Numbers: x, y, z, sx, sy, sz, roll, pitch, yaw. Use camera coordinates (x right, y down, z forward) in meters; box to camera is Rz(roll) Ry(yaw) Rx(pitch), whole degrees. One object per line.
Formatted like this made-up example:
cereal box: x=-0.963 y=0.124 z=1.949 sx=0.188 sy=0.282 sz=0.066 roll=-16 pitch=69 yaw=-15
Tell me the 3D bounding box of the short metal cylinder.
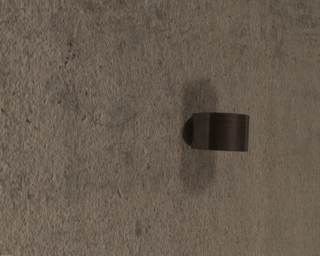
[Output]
short metal cylinder: x=0.086 y=0.006 z=0.443 sx=0.081 sy=0.080 sz=0.050 roll=5 pitch=87 yaw=-40
